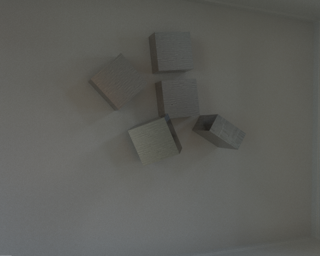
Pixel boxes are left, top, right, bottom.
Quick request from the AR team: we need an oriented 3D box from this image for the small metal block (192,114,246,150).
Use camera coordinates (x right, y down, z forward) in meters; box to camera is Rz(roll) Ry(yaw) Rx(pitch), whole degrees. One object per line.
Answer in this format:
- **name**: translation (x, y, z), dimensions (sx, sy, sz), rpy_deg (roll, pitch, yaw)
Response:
- **small metal block**: translation (0.081, 0.005, 0.428), dimensions (0.050, 0.050, 0.025), rpy_deg (32, 80, -18)

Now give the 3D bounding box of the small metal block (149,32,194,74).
- **small metal block**: translation (0.015, -0.101, 0.417), dimensions (0.050, 0.025, 0.050), rpy_deg (-7, 93, -20)

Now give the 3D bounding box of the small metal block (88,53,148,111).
- **small metal block**: translation (-0.053, -0.057, 0.392), dimensions (0.050, 0.025, 0.050), rpy_deg (-45, 105, -15)

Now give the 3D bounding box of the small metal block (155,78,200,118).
- **small metal block**: translation (0.024, -0.039, 0.420), dimensions (0.050, 0.025, 0.050), rpy_deg (-7, 93, -20)

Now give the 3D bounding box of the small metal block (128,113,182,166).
- **small metal block**: translation (-0.005, 0.015, 0.397), dimensions (0.050, 0.025, 0.050), rpy_deg (-20, 99, 15)
